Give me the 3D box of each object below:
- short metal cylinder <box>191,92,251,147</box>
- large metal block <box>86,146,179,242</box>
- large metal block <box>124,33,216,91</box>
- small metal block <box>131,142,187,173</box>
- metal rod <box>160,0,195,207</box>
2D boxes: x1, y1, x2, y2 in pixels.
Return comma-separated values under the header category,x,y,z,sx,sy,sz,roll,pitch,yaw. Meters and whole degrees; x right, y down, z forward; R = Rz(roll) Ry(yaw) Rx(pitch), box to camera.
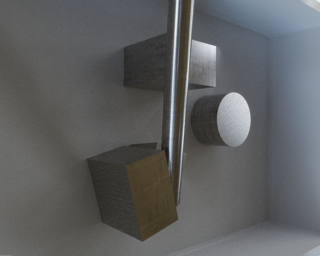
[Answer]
category,x,y,z,sx,sy,sz,roll,pitch,yaw
short metal cylinder,0.093,-0.012,0.471,0.081,0.050,0.079,0,90,-40
large metal block,-0.032,0.068,0.346,0.050,0.080,0.079,-19,102,-39
large metal block,0.012,-0.076,0.382,0.081,0.080,0.050,1,90,-40
small metal block,-0.004,0.038,0.388,0.050,0.050,0.025,24,69,-38
metal rod,0.017,-0.054,0.316,0.025,0.025,0.298,-14,115,-40
